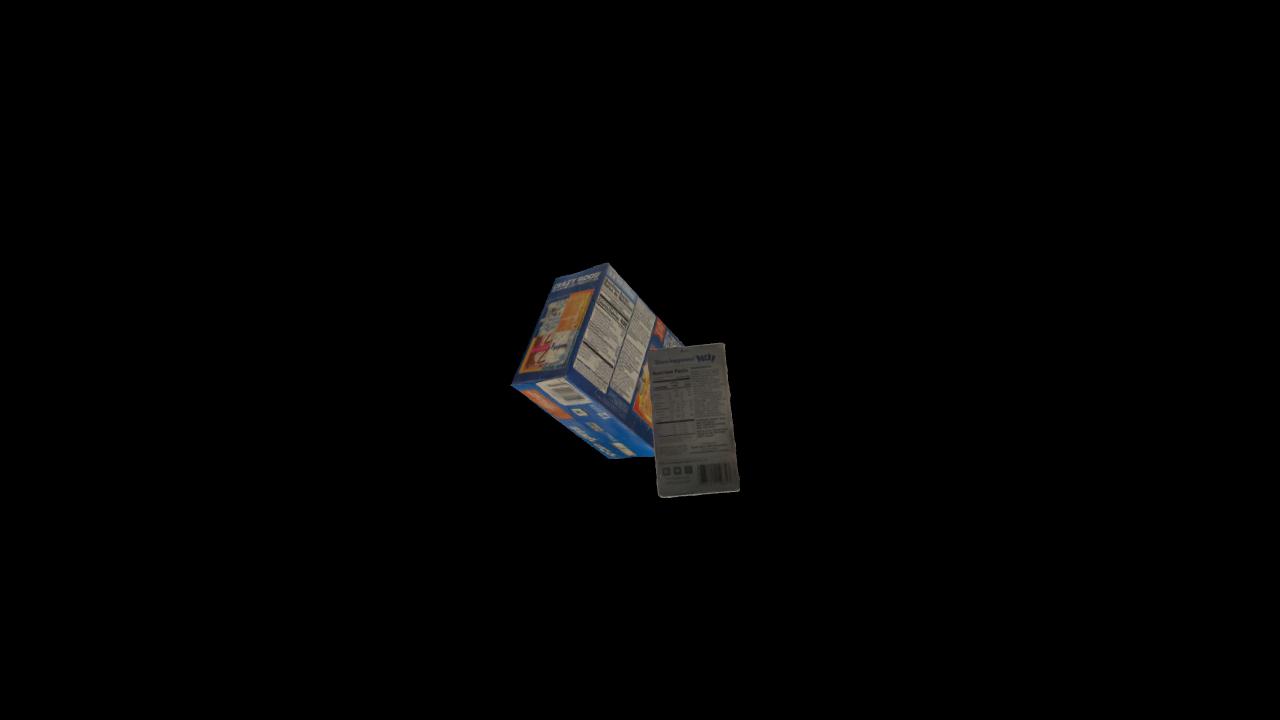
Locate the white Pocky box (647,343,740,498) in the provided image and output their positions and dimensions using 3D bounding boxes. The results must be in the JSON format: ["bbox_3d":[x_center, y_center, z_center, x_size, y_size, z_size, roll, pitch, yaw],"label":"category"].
[{"bbox_3d":[0.054,0.061,0.636,0.084,0.154,0.028,-6,-16,5],"label":"white Pocky box"}]

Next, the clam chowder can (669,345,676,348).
[{"bbox_3d":[0.011,-0.003,0.716,0.068,0.102,0.068,-30,-22,-14],"label":"clam chowder can"}]

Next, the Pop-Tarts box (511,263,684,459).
[{"bbox_3d":[-0.035,0.007,0.664,0.083,0.141,0.167,-7,-37,37],"label":"Pop-Tarts box"}]
